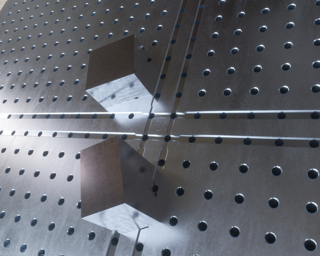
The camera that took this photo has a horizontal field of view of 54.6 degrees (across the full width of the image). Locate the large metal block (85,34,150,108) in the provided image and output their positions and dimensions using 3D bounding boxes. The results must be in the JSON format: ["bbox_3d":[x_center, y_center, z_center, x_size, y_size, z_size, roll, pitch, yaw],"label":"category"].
[{"bbox_3d":[-0.063,-0.087,0.480,0.080,0.050,0.080,-15,55,19],"label":"large metal block"}]

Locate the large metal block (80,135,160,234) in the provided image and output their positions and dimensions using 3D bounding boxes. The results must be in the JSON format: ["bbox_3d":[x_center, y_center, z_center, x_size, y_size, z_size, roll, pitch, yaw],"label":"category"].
[{"bbox_3d":[-0.046,0.068,0.356,0.050,0.080,0.080,-22,53,15],"label":"large metal block"}]
